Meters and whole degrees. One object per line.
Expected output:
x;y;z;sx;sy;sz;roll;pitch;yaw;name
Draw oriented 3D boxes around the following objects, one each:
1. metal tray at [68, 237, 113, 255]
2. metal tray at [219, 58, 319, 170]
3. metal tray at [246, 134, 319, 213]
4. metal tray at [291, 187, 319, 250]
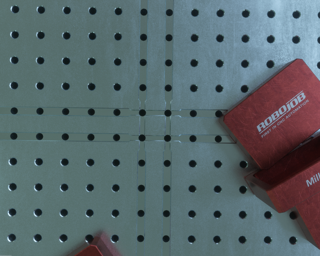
-0.113;0.220;0.410;0.130;0.030;0.090;-34;90;-1;metal tray
0.158;-0.018;0.413;0.130;0.030;0.090;-38;90;-1;metal tray
0.180;0.049;0.383;0.130;0.090;0.030;-30;91;0;metal tray
0.244;0.091;0.414;0.130;0.030;0.090;-29;90;-1;metal tray
